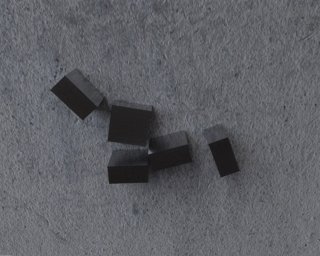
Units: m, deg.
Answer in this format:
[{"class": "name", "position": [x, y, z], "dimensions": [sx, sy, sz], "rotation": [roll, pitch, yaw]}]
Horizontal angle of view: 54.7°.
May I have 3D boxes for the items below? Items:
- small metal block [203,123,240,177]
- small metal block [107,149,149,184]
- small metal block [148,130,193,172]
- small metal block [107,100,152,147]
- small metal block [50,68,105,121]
[{"class": "small metal block", "position": [0.080, 0.028, 0.407], "dimensions": [0.025, 0.050, 0.050], "rotation": [-21, 109, 7]}, {"class": "small metal block", "position": [-0.040, 0.050, 0.414], "dimensions": [0.050, 0.050, 0.025], "rotation": [-2, 110, 0]}, {"class": "small metal block", "position": [0.013, 0.029, 0.407], "dimensions": [0.050, 0.050, 0.025], "rotation": [-15, 110, 5]}, {"class": "small metal block", "position": [-0.039, -0.006, 0.407], "dimensions": [0.050, 0.025, 0.050], "rotation": [9, 110, -4]}, {"class": "small metal block", "position": [-0.099, -0.042, 0.380], "dimensions": [0.025, 0.050, 0.050], "rotation": [-41, 105, 13]}]
